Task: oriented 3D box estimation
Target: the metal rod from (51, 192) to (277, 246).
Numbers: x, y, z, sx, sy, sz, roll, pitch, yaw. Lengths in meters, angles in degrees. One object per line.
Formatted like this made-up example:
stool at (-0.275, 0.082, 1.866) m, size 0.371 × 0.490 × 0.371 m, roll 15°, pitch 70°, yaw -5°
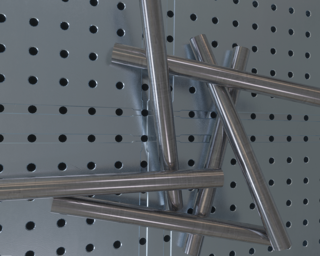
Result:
metal rod at (0.018, 0.120, 0.398) m, size 0.302 × 0.025 × 0.025 m, roll 13°, pitch 86°, yaw -12°

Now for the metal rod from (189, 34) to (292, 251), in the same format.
metal rod at (0.105, 0.014, 0.416) m, size 0.025 × 0.025 × 0.299 m, roll -19°, pitch 84°, yaw -19°

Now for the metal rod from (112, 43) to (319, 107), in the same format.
metal rod at (0.089, -0.065, 0.400) m, size 0.302 × 0.025 × 0.025 m, roll 12°, pitch 86°, yaw -3°

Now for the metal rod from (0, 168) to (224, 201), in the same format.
metal rod at (-0.071, 0.066, 0.363) m, size 0.302 × 0.025 × 0.025 m, roll -1°, pitch 91°, yaw -12°

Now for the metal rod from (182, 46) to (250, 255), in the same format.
metal rod at (0.082, 0.029, 0.442) m, size 0.025 × 0.025 × 0.299 m, roll 17°, pitch 84°, yaw -19°

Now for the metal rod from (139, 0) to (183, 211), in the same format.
metal rod at (0.002, -0.036, 0.381) m, size 0.025 × 0.025 × 0.298 m, roll -12°, pitch 106°, yaw -20°
